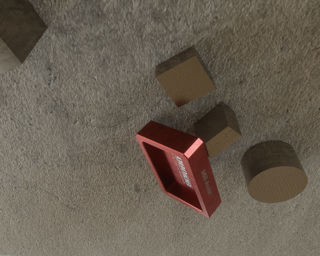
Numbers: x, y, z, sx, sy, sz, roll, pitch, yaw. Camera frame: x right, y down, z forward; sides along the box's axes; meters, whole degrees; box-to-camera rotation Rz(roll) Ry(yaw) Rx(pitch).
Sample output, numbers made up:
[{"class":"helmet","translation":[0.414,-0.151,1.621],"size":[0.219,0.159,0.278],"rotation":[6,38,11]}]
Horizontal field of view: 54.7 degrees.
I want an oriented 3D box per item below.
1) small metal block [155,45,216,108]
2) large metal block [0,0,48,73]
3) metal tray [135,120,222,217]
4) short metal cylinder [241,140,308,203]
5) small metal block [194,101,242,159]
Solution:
[{"class":"small metal block","translation":[0.030,-0.058,0.358],"size":[0.050,0.025,0.050],"rotation":[-26,126,20]},{"class":"large metal block","translation":[-0.167,-0.087,0.296],"size":[0.080,0.080,0.050],"rotation":[-18,128,15]},{"class":"metal tray","translation":[0.027,0.056,0.417],"size":[0.090,0.030,0.129],"rotation":[21,145,41]},{"class":"short metal cylinder","translation":[0.162,0.064,0.447],"size":[0.081,0.050,0.079],"rotation":[0,130,0]},{"class":"small metal block","translation":[0.072,0.002,0.393],"size":[0.025,0.050,0.050],"rotation":[33,123,-25]}]
